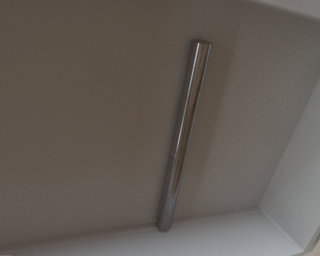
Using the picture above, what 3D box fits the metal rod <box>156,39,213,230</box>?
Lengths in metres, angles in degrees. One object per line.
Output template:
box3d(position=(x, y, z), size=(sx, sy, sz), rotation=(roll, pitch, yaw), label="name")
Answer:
box3d(position=(0.028, 0.027, 0.440), size=(0.025, 0.025, 0.298), rotation=(-5, 121, -26), label="metal rod")
